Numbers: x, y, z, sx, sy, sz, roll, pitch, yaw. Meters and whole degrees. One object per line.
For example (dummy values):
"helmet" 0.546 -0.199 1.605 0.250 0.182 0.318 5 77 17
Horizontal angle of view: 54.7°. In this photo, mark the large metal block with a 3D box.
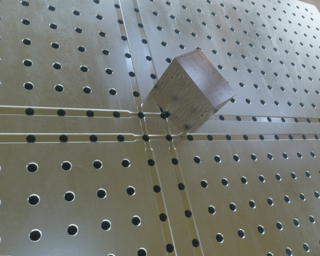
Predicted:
"large metal block" 0.043 -0.048 0.427 0.050 0.080 0.080 -30 78 -38
